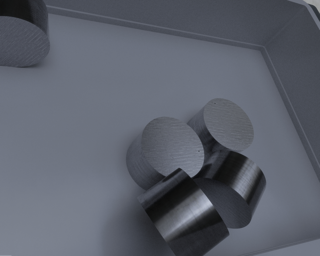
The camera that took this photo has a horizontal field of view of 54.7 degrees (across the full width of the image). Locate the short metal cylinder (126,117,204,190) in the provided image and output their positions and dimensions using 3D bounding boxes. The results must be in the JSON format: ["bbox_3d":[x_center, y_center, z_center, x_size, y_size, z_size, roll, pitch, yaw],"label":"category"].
[{"bbox_3d":[0.006,0.033,0.374,0.081,0.050,0.080,14,56,-21],"label":"short metal cylinder"}]

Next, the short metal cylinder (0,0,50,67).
[{"bbox_3d":[-0.168,-0.114,0.350,0.081,0.080,0.050,2,61,-28],"label":"short metal cylinder"}]

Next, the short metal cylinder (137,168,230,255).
[{"bbox_3d":[0.021,0.086,0.301,0.050,0.080,0.080,-35,80,-9],"label":"short metal cylinder"}]

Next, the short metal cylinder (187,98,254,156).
[{"bbox_3d":[0.082,0.005,0.433,0.081,0.050,0.080,14,56,-21],"label":"short metal cylinder"}]

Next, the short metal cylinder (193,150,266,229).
[{"bbox_3d":[0.079,0.073,0.370,0.080,0.080,0.050,43,51,0],"label":"short metal cylinder"}]
